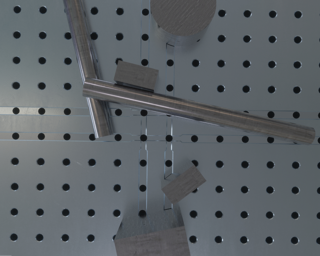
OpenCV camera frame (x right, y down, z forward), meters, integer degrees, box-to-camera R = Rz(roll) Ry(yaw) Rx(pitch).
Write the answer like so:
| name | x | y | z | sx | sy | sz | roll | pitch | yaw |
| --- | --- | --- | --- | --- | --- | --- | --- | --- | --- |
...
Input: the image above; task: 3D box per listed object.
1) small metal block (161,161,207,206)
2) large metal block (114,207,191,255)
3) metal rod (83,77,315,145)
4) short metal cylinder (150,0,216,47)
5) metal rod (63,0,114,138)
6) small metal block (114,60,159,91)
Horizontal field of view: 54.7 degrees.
| name | x | y | z | sx | sy | sz | roll | pitch | yaw |
| --- | --- | --- | --- | --- | --- | --- | --- | --- | --- |
| small metal block | 0.029 | 0.069 | 0.401 | 0.050 | 0.050 | 0.025 | -37 | 90 | 0 |
| large metal block | -0.007 | 0.141 | 0.386 | 0.080 | 0.080 | 0.050 | -11 | 90 | 0 |
| metal rod | 0.054 | -0.020 | 0.400 | 0.302 | 0.025 | 0.025 | 12 | 90 | -6 |
| short metal cylinder | 0.028 | -0.152 | 0.401 | 0.081 | 0.050 | 0.079 | 0 | 90 | 0 |
| metal rod | -0.108 | -0.134 | 0.412 | 0.025 | 0.025 | 0.298 | -13 | 90 | 0 |
| small metal block | -0.029 | -0.065 | 0.401 | 0.050 | 0.050 | 0.025 | 14 | 90 | 0 |
